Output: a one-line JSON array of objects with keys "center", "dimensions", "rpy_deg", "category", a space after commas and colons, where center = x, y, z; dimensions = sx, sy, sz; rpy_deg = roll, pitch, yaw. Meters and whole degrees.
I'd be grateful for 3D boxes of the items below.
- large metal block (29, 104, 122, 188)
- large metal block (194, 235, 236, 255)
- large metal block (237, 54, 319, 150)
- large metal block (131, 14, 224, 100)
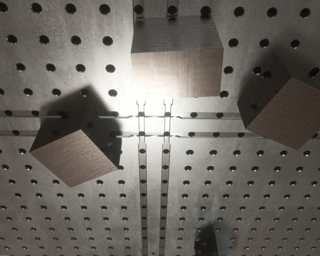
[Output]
[{"center": [-0.109, 0.026, 0.416], "dimensions": [0.080, 0.050, 0.080], "rpy_deg": [-23, 127, 17], "category": "large metal block"}, {"center": [0.115, 0.273, 0.610], "dimensions": [0.050, 0.080, 0.080], "rpy_deg": [-31, 124, 23], "category": "large metal block"}, {"center": [0.154, -0.029, 0.373], "dimensions": [0.080, 0.050, 0.079], "rpy_deg": [20, 127, -17], "category": "large metal block"}, {"center": [0.016, -0.073, 0.313], "dimensions": [0.080, 0.080, 0.050], "rpy_deg": [-3, 130, 2], "category": "large metal block"}]
